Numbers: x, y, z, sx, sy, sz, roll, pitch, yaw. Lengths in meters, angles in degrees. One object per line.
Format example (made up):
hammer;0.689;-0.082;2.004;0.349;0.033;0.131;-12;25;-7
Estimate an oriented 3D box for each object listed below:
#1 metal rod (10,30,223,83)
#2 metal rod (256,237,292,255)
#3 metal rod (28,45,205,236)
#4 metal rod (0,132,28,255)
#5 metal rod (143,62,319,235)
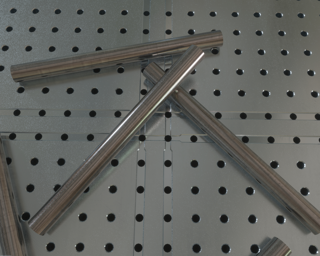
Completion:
metal rod;-0.058;-0.105;0.449;0.302;0.025;0.025;-11;71;-5
metal rod;0.031;0.230;0.327;0.301;0.025;0.025;-40;75;-14
metal rod;-0.048;0.008;0.391;0.025;0.025;0.300;40;80;13
metal rod;-0.170;0.137;0.359;0.025;0.025;0.299;-20;71;-7
metal rod;0.089;0.017;0.406;0.025;0.025;0.300;-42;76;-14
